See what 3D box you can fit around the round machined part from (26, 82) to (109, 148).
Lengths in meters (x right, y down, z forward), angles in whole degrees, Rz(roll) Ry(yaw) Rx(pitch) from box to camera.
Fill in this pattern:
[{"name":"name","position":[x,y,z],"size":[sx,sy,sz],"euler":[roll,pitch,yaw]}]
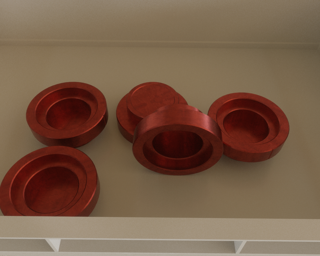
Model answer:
[{"name":"round machined part","position":[-0.116,-0.012,0.403],"size":[0.099,0.042,0.098],"euler":[0,50,0]}]

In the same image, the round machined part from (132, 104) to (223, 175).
[{"name":"round machined part","position":[0.020,0.010,0.349],"size":[0.099,0.097,0.042],"euler":[2,50,1]}]

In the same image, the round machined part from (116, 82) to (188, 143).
[{"name":"round machined part","position":[-0.009,-0.024,0.414],"size":[0.099,0.042,0.098],"euler":[0,50,0]}]

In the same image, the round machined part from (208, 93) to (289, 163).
[{"name":"round machined part","position":[0.107,0.003,0.393],"size":[0.099,0.042,0.098],"euler":[0,50,0]}]

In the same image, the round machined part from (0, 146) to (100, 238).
[{"name":"round machined part","position":[-0.114,0.070,0.334],"size":[0.099,0.042,0.098],"euler":[0,50,0]}]
